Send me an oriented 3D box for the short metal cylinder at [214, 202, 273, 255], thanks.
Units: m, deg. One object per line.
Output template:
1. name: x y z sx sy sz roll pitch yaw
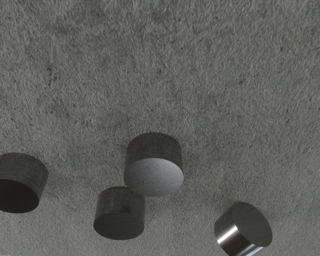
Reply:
1. short metal cylinder: 0.139 0.172 0.519 0.080 0.080 0.050 22 127 -18

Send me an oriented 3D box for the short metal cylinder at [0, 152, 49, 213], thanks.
1. short metal cylinder: -0.213 0.082 0.459 0.081 0.050 0.079 0 130 0

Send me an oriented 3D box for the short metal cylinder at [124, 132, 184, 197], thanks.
1. short metal cylinder: -0.009 0.052 0.435 0.081 0.050 0.079 0 130 0

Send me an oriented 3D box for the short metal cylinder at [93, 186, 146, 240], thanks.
1. short metal cylinder: -0.065 0.141 0.510 0.081 0.050 0.079 0 130 0
